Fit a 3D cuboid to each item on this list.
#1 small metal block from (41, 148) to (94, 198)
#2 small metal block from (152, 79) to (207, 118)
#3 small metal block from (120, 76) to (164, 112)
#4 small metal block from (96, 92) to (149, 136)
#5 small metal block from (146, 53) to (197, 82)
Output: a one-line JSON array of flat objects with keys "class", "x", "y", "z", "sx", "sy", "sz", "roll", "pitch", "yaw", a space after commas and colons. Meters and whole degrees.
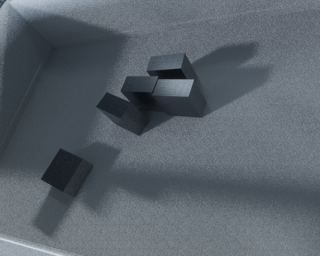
[{"class": "small metal block", "x": -0.130, "y": 0.062, "z": 0.434, "sx": 0.050, "sy": 0.025, "sz": 0.050, "roll": 17, "pitch": 70, "yaw": 34}, {"class": "small metal block", "x": 0.026, "y": -0.038, "z": 0.398, "sx": 0.050, "sy": 0.050, "sz": 0.025, "roll": 5, "pitch": 65, "yaw": 30}, {"class": "small metal block", "x": -0.017, "y": -0.046, "z": 0.426, "sx": 0.050, "sy": 0.050, "sz": 0.025, "roll": 6, "pitch": 65, "yaw": 30}, {"class": "small metal block", "x": -0.051, "y": -0.019, "z": 0.426, "sx": 0.050, "sy": 0.050, "sz": 0.025, "roll": 24, "pitch": 75, "yaw": 36}, {"class": "small metal block", "x": 0.017, "y": -0.075, "z": 0.425, "sx": 0.050, "sy": 0.050, "sz": 0.025, "roll": 1, "pitch": 63, "yaw": 28}]
